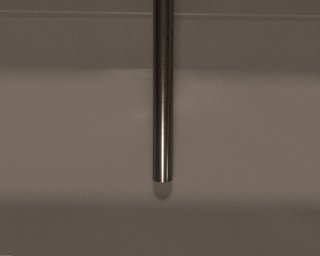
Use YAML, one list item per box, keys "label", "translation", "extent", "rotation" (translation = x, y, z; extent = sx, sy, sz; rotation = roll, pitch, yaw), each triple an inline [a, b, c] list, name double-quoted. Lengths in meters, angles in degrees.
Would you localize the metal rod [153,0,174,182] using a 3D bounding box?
- label: "metal rod"
  translation: [0.004, -0.083, 0.374]
  extent: [0.025, 0.025, 0.298]
  rotation: [0, 95, 0]
